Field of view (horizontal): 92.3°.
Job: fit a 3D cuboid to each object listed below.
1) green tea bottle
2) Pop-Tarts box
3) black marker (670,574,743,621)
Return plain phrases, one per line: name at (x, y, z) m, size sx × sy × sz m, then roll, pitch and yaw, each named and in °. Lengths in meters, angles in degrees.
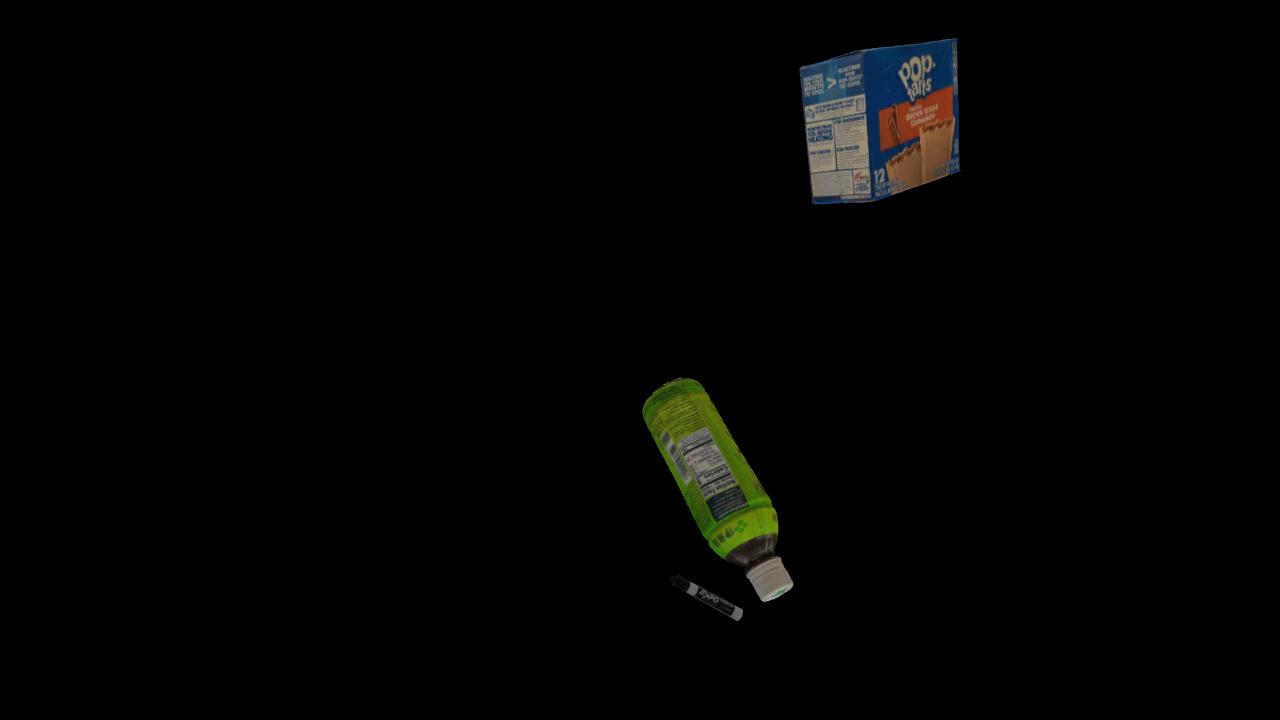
green tea bottle at (0.071, 0.115, 0.563) m, size 0.073 × 0.212 × 0.073 m, roll -17°, pitch -36°, yaw -13°
Pop-Tarts box at (0.261, -0.254, 0.658) m, size 0.167 × 0.141 × 0.083 m, roll -23°, pitch 22°, yaw -32°
black marker at (0.098, 0.352, 0.914) m, size 0.121 × 0.020 × 0.020 m, roll 31°, pitch -4°, yaw -7°
